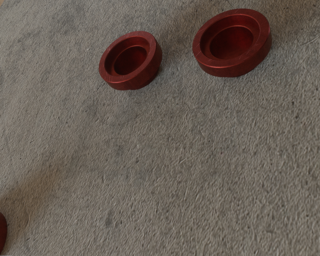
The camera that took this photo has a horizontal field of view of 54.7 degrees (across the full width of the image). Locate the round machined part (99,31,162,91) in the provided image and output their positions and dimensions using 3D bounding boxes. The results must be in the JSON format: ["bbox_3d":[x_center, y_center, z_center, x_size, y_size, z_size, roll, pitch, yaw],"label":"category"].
[{"bbox_3d":[-0.040,-0.097,0.474,0.098,0.042,0.098,-13,56,21],"label":"round machined part"}]

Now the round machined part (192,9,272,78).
[{"bbox_3d":[0.096,-0.106,0.408,0.098,0.042,0.098,-13,56,21],"label":"round machined part"}]

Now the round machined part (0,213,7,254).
[{"bbox_3d":[-0.271,0.160,0.438,0.098,0.042,0.098,-13,56,21],"label":"round machined part"}]
